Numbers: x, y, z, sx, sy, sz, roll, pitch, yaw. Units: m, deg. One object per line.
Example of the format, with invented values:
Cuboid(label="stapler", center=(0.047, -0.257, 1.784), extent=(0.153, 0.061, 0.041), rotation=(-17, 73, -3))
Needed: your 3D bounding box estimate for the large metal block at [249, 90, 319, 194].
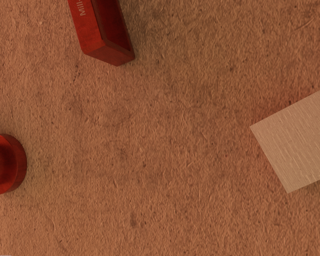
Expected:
Cuboid(label="large metal block", center=(0.157, 0.014, 0.341), extent=(0.080, 0.050, 0.080), rotation=(-30, 81, 17))

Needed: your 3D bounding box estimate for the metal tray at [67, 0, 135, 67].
Cuboid(label="metal tray", center=(-0.080, -0.152, 0.401), extent=(0.030, 0.090, 0.129), rotation=(-19, 84, 19))

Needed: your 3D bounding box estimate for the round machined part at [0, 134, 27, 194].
Cuboid(label="round machined part", center=(-0.266, 0.058, 0.491), extent=(0.098, 0.042, 0.097), rotation=(0, 90, 19))
